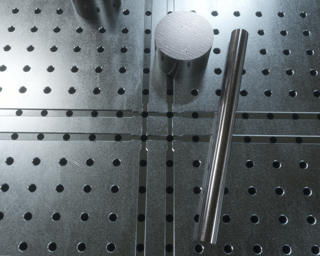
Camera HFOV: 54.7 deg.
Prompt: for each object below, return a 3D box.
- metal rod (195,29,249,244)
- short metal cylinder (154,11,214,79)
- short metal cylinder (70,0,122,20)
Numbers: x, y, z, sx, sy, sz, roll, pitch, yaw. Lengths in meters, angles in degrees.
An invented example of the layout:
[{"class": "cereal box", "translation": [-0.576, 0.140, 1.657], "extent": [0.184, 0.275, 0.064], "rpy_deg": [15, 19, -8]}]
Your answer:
[{"class": "metal rod", "translation": [0.086, -0.004, 0.413], "extent": [0.025, 0.025, 0.299], "rpy_deg": [12, 70, 4]}, {"class": "short metal cylinder", "translation": [0.033, -0.118, 0.442], "extent": [0.081, 0.050, 0.080], "rpy_deg": [0, 70, 0]}, {"class": "short metal cylinder", "translation": [-0.102, -0.215, 0.476], "extent": [0.081, 0.050, 0.080], "rpy_deg": [0, 70, 0]}]
